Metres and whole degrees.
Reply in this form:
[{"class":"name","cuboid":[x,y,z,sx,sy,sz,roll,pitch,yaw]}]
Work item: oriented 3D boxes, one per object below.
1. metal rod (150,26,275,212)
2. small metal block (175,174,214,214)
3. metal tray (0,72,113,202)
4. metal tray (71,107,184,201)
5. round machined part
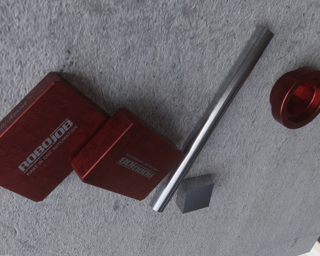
[{"class":"metal rod","cuboid":[0.067,-0.002,0.443,0.025,0.025,0.298,19,108,-36]},{"class":"small metal block","cuboid":[0.056,0.108,0.507,0.050,0.025,0.050,-8,122,-25]},{"class":"metal tray","cuboid":[-0.127,0.014,0.344,0.130,0.030,0.090,-45,130,2]},{"class":"metal tray","cuboid":[-0.034,0.039,0.389,0.090,0.030,0.130,-48,144,3]},{"class":"round machined part","cuboid":[0.213,-0.050,0.484,0.099,0.042,0.097,-14,125,-21]}]
